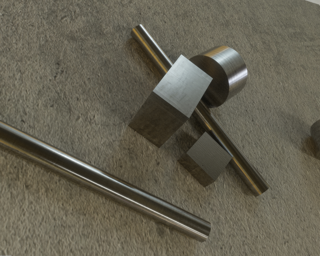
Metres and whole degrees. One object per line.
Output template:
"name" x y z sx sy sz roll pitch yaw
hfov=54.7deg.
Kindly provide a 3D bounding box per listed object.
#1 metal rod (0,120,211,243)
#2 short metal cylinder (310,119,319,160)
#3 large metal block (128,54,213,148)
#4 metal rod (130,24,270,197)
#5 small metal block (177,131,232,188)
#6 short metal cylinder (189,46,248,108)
"metal rod" -0.079 0.050 0.330 0.301 0.025 0.025 28 52 -11
"short metal cylinder" 0.301 0.018 0.519 0.081 0.080 0.050 16 56 -20
"large metal block" 0.013 -0.033 0.395 0.050 0.080 0.080 37 51 -4
"metal rod" 0.053 -0.031 0.450 0.025 0.025 0.299 -29 78 -37
"small metal block" 0.060 0.041 0.411 0.050 0.025 0.050 45 51 3
"short metal cylinder" 0.080 -0.076 0.458 0.050 0.080 0.080 -33 80 -38
